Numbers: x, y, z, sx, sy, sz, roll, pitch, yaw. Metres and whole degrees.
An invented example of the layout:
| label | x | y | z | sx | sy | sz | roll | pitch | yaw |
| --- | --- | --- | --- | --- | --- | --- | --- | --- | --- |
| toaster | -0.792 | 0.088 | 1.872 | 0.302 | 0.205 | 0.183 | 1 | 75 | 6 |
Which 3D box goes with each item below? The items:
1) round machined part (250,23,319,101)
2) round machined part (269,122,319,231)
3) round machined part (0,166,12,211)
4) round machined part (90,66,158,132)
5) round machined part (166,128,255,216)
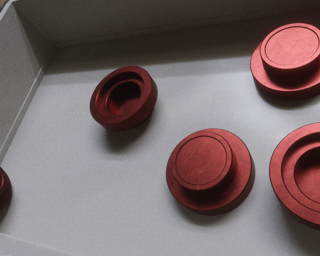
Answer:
| label | x | y | z | sx | sy | sz | roll | pitch | yaw |
| --- | --- | --- | --- | --- | --- | --- | --- | --- | --- |
| round machined part | 0.156 | -0.083 | 0.364 | 0.098 | 0.042 | 0.098 | -13 | 56 | 21 |
| round machined part | 0.155 | 0.047 | 0.285 | 0.098 | 0.042 | 0.098 | -13 | 56 | 21 |
| round machined part | -0.262 | 0.082 | 0.442 | 0.042 | 0.099 | 0.098 | -42 | 47 | 29 |
| round machined part | -0.047 | -0.037 | 0.443 | 0.098 | 0.042 | 0.098 | -13 | 56 | 21 |
| round machined part | 0.051 | 0.043 | 0.342 | 0.098 | 0.042 | 0.098 | -13 | 56 | 21 |
